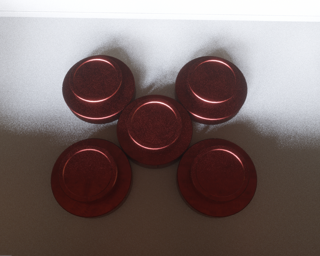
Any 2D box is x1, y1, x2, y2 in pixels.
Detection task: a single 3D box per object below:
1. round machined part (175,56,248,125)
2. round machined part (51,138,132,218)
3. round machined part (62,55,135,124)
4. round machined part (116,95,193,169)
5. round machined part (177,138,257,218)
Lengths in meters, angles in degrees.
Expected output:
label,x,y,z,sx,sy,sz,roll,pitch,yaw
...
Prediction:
label,x,y,z,sx,sy,sz,roll,pitch,yaw
round machined part,0.070,-0.057,0.421,0.099,0.042,0.098,0,70,-1
round machined part,-0.084,0.059,0.377,0.099,0.042,0.098,0,70,-1
round machined part,-0.083,-0.058,0.419,0.099,0.042,0.098,0,70,-1
round machined part,-0.007,0.000,0.398,0.099,0.042,0.098,0,70,-1
round machined part,0.070,0.058,0.379,0.099,0.042,0.098,0,70,-1
